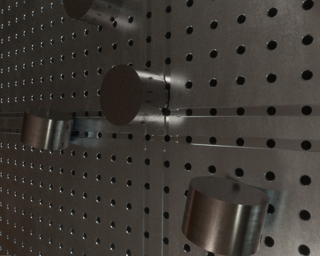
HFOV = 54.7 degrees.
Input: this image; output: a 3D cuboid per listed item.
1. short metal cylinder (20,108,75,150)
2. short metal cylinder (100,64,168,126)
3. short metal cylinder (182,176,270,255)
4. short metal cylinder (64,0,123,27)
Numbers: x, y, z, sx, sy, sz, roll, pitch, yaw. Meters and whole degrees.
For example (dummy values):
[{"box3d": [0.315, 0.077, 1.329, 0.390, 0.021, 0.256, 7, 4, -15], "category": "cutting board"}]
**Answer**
[{"box3d": [-0.191, 0.000, 0.528, 0.080, 0.081, 0.050, 22, 104, 37], "category": "short metal cylinder"}, {"box3d": [-0.036, -0.043, 0.421, 0.080, 0.050, 0.079, 0, 90, 39], "category": "short metal cylinder"}, {"box3d": [0.066, 0.087, 0.318, 0.080, 0.081, 0.050, 15, 100, 38], "category": "short metal cylinder"}, {"box3d": [-0.103, -0.202, 0.475, 0.080, 0.050, 0.079, 0, 90, 39], "category": "short metal cylinder"}]
